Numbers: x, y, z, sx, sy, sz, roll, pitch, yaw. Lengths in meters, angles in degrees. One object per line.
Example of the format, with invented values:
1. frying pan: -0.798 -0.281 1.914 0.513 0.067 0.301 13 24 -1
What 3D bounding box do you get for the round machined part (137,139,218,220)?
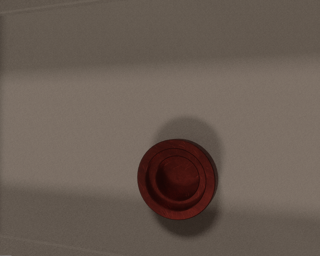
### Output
1. round machined part: 0.025 0.062 0.392 0.098 0.042 0.097 0 90 19
